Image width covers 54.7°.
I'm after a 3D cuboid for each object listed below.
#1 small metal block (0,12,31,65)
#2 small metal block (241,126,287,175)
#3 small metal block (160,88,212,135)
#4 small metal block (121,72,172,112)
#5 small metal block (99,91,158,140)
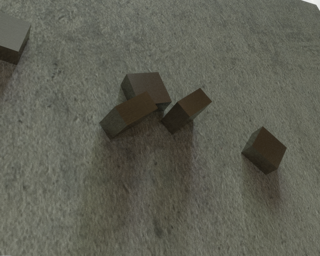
[{"bbox_3d":[-0.188,-0.109,0.369,0.050,0.025,0.050,17,55,-19],"label":"small metal block"},{"bbox_3d":[0.159,0.034,0.471,0.050,0.025,0.050,42,51,0],"label":"small metal block"},{"bbox_3d":[0.035,-0.023,0.422,0.050,0.050,0.025,-34,81,-38],"label":"small metal block"},{"bbox_3d":[-0.019,-0.048,0.424,0.050,0.025,0.050,-10,67,-33],"label":"small metal block"},{"bbox_3d":[-0.039,-0.015,0.375,0.050,0.050,0.025,-32,88,-38],"label":"small metal block"}]
